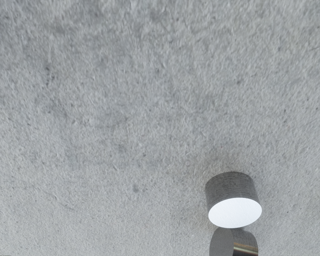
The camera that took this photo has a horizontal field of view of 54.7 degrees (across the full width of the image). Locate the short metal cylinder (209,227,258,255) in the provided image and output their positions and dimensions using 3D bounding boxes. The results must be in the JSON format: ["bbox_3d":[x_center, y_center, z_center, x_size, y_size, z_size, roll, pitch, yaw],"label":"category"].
[{"bbox_3d":[0.132,0.224,0.564,0.050,0.080,0.079,19,127,-16],"label":"short metal cylinder"}]

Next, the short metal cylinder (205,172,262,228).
[{"bbox_3d":[0.114,0.114,0.490,0.081,0.050,0.079,0,130,0],"label":"short metal cylinder"}]
